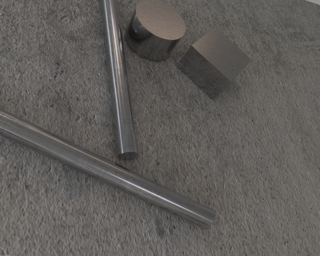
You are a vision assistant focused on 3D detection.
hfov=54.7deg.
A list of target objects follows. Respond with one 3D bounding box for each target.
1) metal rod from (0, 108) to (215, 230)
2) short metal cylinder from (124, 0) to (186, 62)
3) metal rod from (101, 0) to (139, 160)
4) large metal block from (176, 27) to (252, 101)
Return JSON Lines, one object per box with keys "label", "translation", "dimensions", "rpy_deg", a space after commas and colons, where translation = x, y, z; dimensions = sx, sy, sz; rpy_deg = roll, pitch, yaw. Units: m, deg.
{"label": "metal rod", "translation": [-0.073, 0.041, 0.339], "dimensions": [0.301, 0.025, 0.025], "rpy_deg": [27, 52, -11]}
{"label": "short metal cylinder", "translation": [-0.008, -0.149, 0.474], "dimensions": [0.081, 0.050, 0.080], "rpy_deg": [14, 56, -21]}
{"label": "metal rod", "translation": [-0.061, -0.098, 0.430], "dimensions": [0.025, 0.025, 0.299], "rpy_deg": [4, 60, -26]}
{"label": "large metal block", "translation": [0.087, -0.104, 0.498], "dimensions": [0.080, 0.050, 0.080], "rpy_deg": [43, 51, 2]}
